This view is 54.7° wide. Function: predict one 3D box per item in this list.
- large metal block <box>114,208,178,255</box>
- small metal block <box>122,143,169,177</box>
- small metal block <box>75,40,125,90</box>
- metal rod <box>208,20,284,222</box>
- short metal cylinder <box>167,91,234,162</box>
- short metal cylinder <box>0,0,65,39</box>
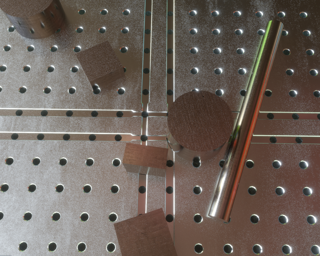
[{"bbox_3d":[-0.009,0.136,0.333,0.050,0.080,0.080,-17,71,-6],"label":"large metal block"},{"bbox_3d":[-0.017,0.041,0.383,0.050,0.050,0.025,8,71,3],"label":"small metal block"},{"bbox_3d":[-0.085,-0.090,0.444,0.050,0.025,0.050,-27,72,-10],"label":"small metal block"},{"bbox_3d":[0.122,-0.023,0.420,0.025,0.025,0.300,19,71,7],"label":"metal rod"},{"bbox_3d":[0.049,-0.001,0.399,0.081,0.050,0.080,0,70,0],"label":"short metal cylinder"},{"bbox_3d":[-0.190,-0.181,0.463,0.081,0.050,0.080,0,70,0],"label":"short metal cylinder"}]
